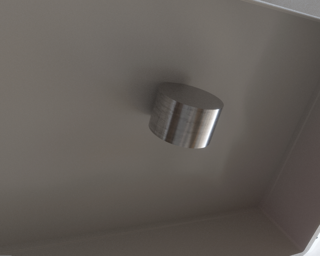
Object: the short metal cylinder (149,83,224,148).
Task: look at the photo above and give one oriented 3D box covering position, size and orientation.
[{"bbox_3d":[0.031,-0.017,0.379,0.081,0.080,0.050,1,118,-29],"label":"short metal cylinder"}]
